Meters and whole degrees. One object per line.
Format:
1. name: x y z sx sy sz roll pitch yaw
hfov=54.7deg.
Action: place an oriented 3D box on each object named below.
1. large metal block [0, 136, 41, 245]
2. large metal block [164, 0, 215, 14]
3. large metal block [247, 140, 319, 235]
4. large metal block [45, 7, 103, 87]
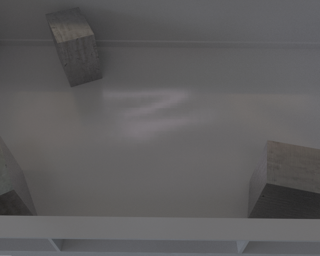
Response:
1. large metal block: -0.170 0.062 0.316 0.050 0.080 0.080 -24 54 -18
2. large metal block: 0.061 -0.286 0.632 0.080 0.050 0.080 -37 59 -27
3. large metal block: 0.140 0.063 0.317 0.080 0.080 0.050 10 51 8
4. large metal block: -0.130 -0.123 0.472 0.050 0.080 0.080 -20 53 -16
